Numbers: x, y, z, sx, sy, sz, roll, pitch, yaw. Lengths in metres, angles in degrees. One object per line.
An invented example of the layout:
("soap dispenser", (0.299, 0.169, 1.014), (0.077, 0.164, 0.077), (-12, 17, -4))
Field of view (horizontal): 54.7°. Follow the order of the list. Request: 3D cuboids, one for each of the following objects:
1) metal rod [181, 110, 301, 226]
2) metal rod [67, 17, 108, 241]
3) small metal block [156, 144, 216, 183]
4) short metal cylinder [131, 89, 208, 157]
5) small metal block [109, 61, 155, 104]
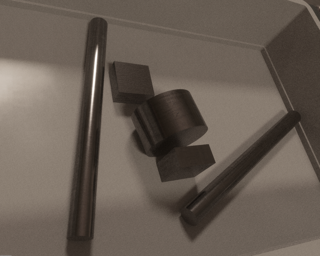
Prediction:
("metal rod", (0.135, 0.042, 0.455), (0.302, 0.025, 0.025), (-31, 80, -38))
("metal rod", (-0.083, -0.022, 0.375), (0.025, 0.025, 0.299), (11, 57, -23))
("small metal block", (0.031, 0.044, 0.381), (0.050, 0.050, 0.025), (-3, 64, -30))
("short metal cylinder", (0.012, -0.004, 0.381), (0.081, 0.080, 0.050), (-12, 68, -33))
("small metal block", (-0.039, -0.061, 0.423), (0.050, 0.025, 0.050), (2, 61, -27))
